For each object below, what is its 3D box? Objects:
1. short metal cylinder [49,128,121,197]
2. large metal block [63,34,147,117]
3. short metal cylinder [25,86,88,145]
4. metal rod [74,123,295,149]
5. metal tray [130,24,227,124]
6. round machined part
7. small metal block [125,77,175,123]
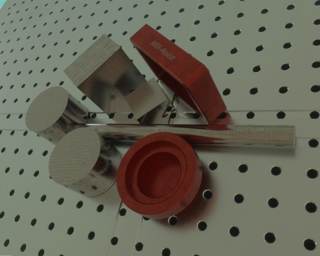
[{"bbox_3d":[-0.100,0.046,0.416,0.080,0.050,0.080,-13,56,21],"label":"short metal cylinder"},{"bbox_3d":[-0.079,-0.077,0.462,0.080,0.080,0.050,-44,52,-2],"label":"large metal block"},{"bbox_3d":[-0.162,-0.018,0.488,0.080,0.050,0.080,-13,56,21],"label":"short metal cylinder"},{"bbox_3d":[0.010,0.007,0.398,0.300,0.025,0.025,1,62,28],"label":"metal rod"},{"bbox_3d":[0.022,-0.070,0.398,0.030,0.090,0.130,-43,51,-1],"label":"metal tray"},{"bbox_3d":[0.003,0.057,0.361,0.098,0.042,0.098,-13,56,21],"label":"round machined part"},{"bbox_3d":[-0.015,-0.036,0.439,0.050,0.025,0.050,-34,51,6],"label":"small metal block"}]
